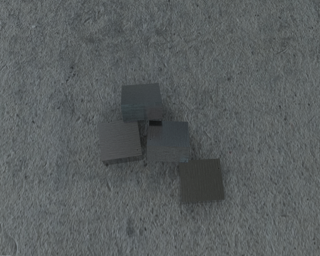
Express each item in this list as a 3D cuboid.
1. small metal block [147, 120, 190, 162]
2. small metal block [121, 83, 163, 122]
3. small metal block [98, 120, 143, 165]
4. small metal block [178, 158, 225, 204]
[{"bbox_3d":[0.010,0.016,0.390,0.050,0.025,0.050,2,37,1],"label":"small metal block"},{"bbox_3d":[-0.024,-0.035,0.408,0.050,0.025,0.050,-5,36,-2],"label":"small metal block"},{"bbox_3d":[-0.051,0.018,0.401,0.050,0.025,0.050,-8,70,-3],"label":"small metal block"},{"bbox_3d":[0.050,0.066,0.384,0.050,0.025,0.050,-3,70,-1],"label":"small metal block"}]
